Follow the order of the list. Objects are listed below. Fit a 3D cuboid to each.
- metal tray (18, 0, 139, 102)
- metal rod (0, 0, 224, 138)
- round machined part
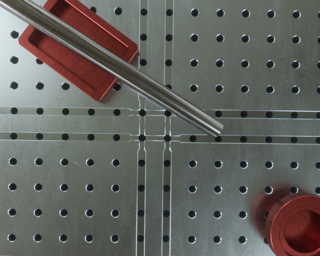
[{"bbox_3d":[-0.104,-0.107,0.409,0.130,0.030,0.090,37,90,-1],"label":"metal tray"},{"bbox_3d":[-0.049,-0.072,0.381,0.301,0.025,0.025,31,90,-13],"label":"metal rod"},{"bbox_3d":[0.187,0.133,0.408,0.099,0.042,0.097,0,90,-1],"label":"round machined part"}]
